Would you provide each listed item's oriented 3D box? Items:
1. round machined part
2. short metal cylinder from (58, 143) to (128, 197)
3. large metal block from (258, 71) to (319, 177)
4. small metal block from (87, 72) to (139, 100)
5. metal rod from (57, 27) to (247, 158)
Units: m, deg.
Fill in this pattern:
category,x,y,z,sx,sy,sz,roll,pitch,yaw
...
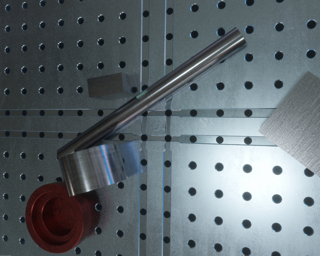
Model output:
category,x,y,z,sx,sy,sz,roll,pitch,yaw
round machined part,-0.142,0.127,0.452,0.098,0.042,0.097,0,90,19
short metal cylinder,-0.088,0.055,0.413,0.080,0.080,0.050,-18,84,19
large metal block,0.168,-0.003,0.340,0.080,0.050,0.080,40,102,15
small metal block,-0.062,-0.055,0.420,0.050,0.050,0.025,-7,88,19
metal rod,-0.022,-0.035,0.419,0.300,0.025,0.025,-32,80,16
